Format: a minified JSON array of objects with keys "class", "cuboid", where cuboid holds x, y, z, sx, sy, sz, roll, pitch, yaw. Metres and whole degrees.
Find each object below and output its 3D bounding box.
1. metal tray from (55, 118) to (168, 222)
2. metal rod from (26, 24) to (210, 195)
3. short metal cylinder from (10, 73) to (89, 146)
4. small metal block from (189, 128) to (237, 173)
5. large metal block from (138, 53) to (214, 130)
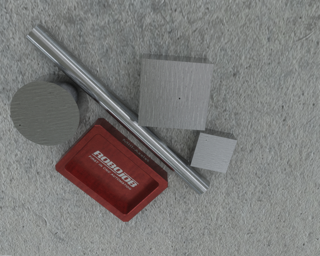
[{"class":"metal tray","cuboid":[-0.064,0.060,0.430,0.130,0.030,0.090,42,104,-14]},{"class":"metal rod","cuboid":[-0.044,-0.014,0.404,0.025,0.025,0.300,-43,105,14]},{"class":"short metal cylinder","cuboid":[-0.135,-0.024,0.387,0.081,0.050,0.079,0,110,-1]},{"class":"small metal block","cuboid":[0.071,0.029,0.423,0.050,0.025,0.050,12,110,-5]},{"class":"large metal block","cuboid":[0.017,-0.046,0.381,0.081,0.050,0.079,4,110,-2]}]
